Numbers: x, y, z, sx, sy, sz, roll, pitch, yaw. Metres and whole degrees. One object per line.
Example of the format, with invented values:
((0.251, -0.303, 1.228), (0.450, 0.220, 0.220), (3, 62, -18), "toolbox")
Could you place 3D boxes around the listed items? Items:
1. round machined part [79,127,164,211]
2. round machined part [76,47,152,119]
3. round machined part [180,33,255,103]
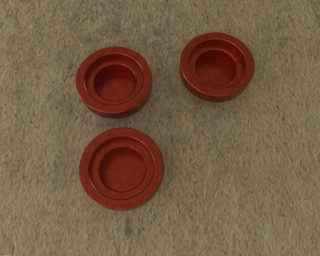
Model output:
((-0.045, 0.052, 0.380), (0.099, 0.042, 0.098), (0, 70, -1), "round machined part")
((-0.059, -0.057, 0.419), (0.099, 0.042, 0.098), (0, 70, -1), "round machined part")
((0.076, -0.079, 0.429), (0.099, 0.042, 0.098), (0, 70, -1), "round machined part")
